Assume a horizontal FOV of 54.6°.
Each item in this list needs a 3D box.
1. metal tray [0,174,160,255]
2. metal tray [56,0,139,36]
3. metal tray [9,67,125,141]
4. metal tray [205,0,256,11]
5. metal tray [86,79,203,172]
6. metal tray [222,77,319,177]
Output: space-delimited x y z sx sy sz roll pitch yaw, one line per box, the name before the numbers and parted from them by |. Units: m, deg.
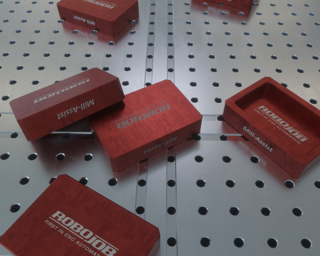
metal tray | -0.076 0.113 0.309 0.130 0.030 0.090 25 54 19
metal tray | -0.118 -0.228 0.596 0.130 0.030 0.090 22 53 17
metal tray | -0.124 -0.037 0.412 0.131 0.030 0.090 -27 31 -20
metal tray | 0.143 -0.297 0.655 0.130 0.030 0.090 21 53 17
metal tray | -0.021 -0.008 0.412 0.131 0.030 0.090 -24 54 -19
metal tray | 0.160 -0.007 0.411 0.091 0.030 0.130 -30 56 -23
